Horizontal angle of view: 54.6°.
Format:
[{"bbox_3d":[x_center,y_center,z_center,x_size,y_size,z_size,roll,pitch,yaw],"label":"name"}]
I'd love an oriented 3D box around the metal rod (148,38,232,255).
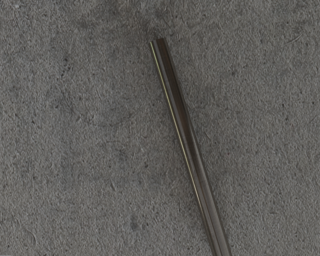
[{"bbox_3d":[0.040,0.029,0.410,0.025,0.025,0.299,-17,90,0],"label":"metal rod"}]
